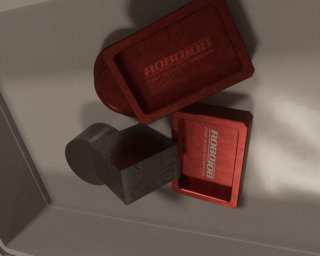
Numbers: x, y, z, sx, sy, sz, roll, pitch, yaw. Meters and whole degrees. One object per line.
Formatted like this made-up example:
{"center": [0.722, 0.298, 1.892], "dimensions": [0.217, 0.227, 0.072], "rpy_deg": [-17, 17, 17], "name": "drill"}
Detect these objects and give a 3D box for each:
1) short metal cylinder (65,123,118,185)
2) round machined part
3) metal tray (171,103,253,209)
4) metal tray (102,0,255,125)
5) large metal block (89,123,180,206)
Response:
{"center": [-0.093, 0.039, 0.463], "dimensions": [0.080, 0.050, 0.079], "rpy_deg": [13, 124, 20], "name": "short metal cylinder"}
{"center": [-0.042, -0.056, 0.384], "dimensions": [0.098, 0.042, 0.097], "rpy_deg": [13, 124, 20], "name": "round machined part"}
{"center": [0.062, 0.035, 0.393], "dimensions": [0.090, 0.030, 0.129], "rpy_deg": [12, 124, 21], "name": "metal tray"}
{"center": [0.019, -0.070, 0.322], "dimensions": [0.130, 0.030, 0.090], "rpy_deg": [-25, 107, 14], "name": "metal tray"}
{"center": [-0.032, 0.041, 0.395], "dimensions": [0.080, 0.081, 0.050], "rpy_deg": [29, 134, 47], "name": "large metal block"}
